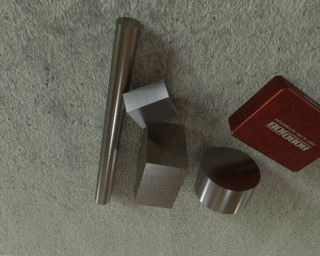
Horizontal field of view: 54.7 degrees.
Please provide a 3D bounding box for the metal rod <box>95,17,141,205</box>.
[{"bbox_3d":[-0.062,0.003,0.409,0.025,0.025,0.298,9,130,-8],"label":"metal rod"}]

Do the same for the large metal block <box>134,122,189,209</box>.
[{"bbox_3d":[0.000,0.048,0.412,0.050,0.080,0.079,10,129,-9],"label":"large metal block"}]

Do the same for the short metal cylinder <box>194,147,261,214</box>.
[{"bbox_3d":[0.093,0.072,0.434,0.081,0.080,0.050,6,130,-5],"label":"short metal cylinder"}]

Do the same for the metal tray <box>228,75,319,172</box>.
[{"bbox_3d":[0.168,0.000,0.407,0.131,0.030,0.090,28,124,-23],"label":"metal tray"}]

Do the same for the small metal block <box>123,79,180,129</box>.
[{"bbox_3d":[-0.009,-0.027,0.368,0.050,0.025,0.050,-20,154,10],"label":"small metal block"}]
